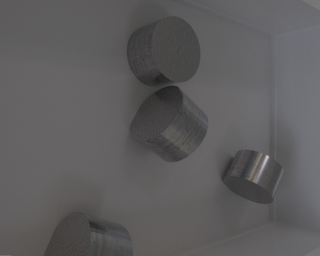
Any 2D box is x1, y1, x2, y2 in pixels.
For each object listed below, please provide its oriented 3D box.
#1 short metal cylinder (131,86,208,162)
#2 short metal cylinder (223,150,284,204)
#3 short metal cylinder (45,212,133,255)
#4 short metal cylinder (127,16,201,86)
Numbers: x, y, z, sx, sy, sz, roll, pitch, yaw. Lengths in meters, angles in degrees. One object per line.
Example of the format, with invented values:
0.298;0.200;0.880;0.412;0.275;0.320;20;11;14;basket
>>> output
0.012;-0.005;0.380;0.050;0.080;0.080;40;66;-33;short metal cylinder
0.149;0.078;0.496;0.080;0.080;0.050;47;62;-30;short metal cylinder
-0.073;0.130;0.310;0.050;0.080;0.080;32;70;-36;short metal cylinder
0.006;-0.095;0.394;0.081;0.050;0.080;0;90;-40;short metal cylinder
